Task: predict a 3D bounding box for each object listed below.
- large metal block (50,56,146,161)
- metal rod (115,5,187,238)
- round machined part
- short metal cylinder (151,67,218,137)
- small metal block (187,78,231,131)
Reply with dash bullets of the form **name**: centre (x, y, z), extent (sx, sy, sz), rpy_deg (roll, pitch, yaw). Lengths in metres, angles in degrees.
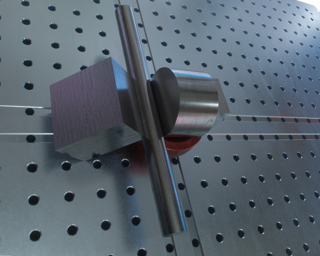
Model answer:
- **large metal block**: centre (-0.069, -0.018, 0.340), extent (0.050, 0.080, 0.080), rpy_deg (40, 33, -60)
- **metal rod**: centre (-0.018, -0.028, 0.364), extent (0.025, 0.025, 0.299), rpy_deg (1, 61, -28)
- **round machined part**: centre (0.004, -0.006, 0.403), extent (0.099, 0.042, 0.098), rpy_deg (14, 56, -21)
- **short metal cylinder**: centre (0.024, -0.029, 0.366), extent (0.050, 0.080, 0.080), rpy_deg (1, 62, -28)
- **small metal block**: centre (0.056, -0.028, 0.387), extent (0.025, 0.050, 0.050), rpy_deg (1, 62, -28)
